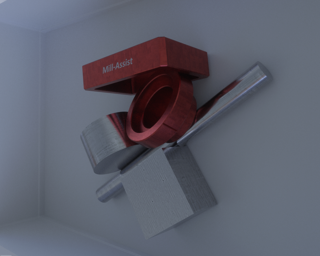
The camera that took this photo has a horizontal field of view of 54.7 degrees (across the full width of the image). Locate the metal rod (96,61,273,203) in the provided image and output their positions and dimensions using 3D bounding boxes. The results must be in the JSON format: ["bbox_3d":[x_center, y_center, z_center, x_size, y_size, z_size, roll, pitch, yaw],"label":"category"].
[{"bbox_3d":[0.010,0.022,0.395,0.299,0.025,0.025,-40,66,32],"label":"metal rod"}]

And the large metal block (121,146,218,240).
[{"bbox_3d":[0.009,0.077,0.378,0.080,0.050,0.080,-40,66,32],"label":"large metal block"}]

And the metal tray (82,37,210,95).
[{"bbox_3d":[-0.019,-0.068,0.375,0.130,0.091,0.030,-8,85,39],"label":"metal tray"}]

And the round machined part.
[{"bbox_3d":[0.005,-0.020,0.370,0.098,0.042,0.098,-35,40,36],"label":"round machined part"}]

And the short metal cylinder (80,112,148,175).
[{"bbox_3d":[-0.059,0.021,0.416,0.080,0.081,0.050,-40,66,32],"label":"short metal cylinder"}]
